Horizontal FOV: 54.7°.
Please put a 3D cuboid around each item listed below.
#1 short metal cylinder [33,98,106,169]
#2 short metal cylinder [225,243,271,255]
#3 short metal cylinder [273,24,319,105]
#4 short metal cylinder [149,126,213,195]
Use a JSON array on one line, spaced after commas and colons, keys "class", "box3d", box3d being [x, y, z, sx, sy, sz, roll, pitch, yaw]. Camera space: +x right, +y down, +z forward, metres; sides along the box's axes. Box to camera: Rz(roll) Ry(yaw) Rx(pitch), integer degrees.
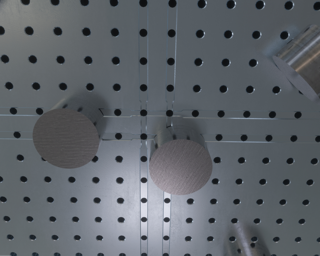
[{"class": "short metal cylinder", "box3d": [-0.115, 0.006, 0.401, 0.081, 0.050, 0.079, 0, 110, 0]}, {"class": "short metal cylinder", "box3d": [0.143, 0.229, 0.486, 0.081, 0.050, 0.079, 0, 110, 0]}, {"class": "short metal cylinder", "box3d": [0.179, -0.072, 0.359, 0.050, 0.080, 0.080, -43, 105, 14]}, {"class": "short metal cylinder", "box3d": [0.026, 0.042, 0.416, 0.081, 0.050, 0.079, 0, 110, 0]}]
